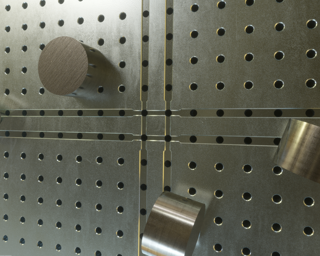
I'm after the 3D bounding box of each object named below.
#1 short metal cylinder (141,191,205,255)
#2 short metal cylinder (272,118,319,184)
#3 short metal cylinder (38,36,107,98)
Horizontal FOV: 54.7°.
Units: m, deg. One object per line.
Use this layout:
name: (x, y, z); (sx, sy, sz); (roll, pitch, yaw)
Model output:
short metal cylinder: (0.018, 0.123, 0.376); (0.050, 0.080, 0.079); (16, 95, 19)
short metal cylinder: (0.167, 0.027, 0.325); (0.080, 0.080, 0.050); (22, 97, 18)
short metal cylinder: (-0.124, -0.084, 0.441); (0.080, 0.050, 0.079); (0, 90, 19)
